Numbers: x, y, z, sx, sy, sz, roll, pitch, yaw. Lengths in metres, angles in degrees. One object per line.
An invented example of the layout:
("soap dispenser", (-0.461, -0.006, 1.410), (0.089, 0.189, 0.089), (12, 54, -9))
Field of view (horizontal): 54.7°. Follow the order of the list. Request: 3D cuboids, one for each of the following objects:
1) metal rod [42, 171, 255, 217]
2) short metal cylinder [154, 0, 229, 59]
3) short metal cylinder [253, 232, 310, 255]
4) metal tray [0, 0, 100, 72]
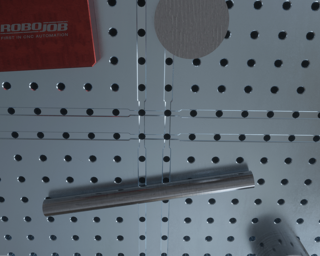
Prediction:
("metal rod", (-0.018, 0.095, 0.448), (0.302, 0.025, 0.025), (-8, 110, 2))
("short metal cylinder", (0.034, -0.123, 0.355), (0.081, 0.050, 0.079), (0, 110, -1))
("short metal cylinder", (0.192, 0.210, 0.481), (0.081, 0.050, 0.079), (0, 110, -1))
("metal tray", (-0.143, -0.116, 0.366), (0.131, 0.030, 0.089), (-3, 110, 0))
